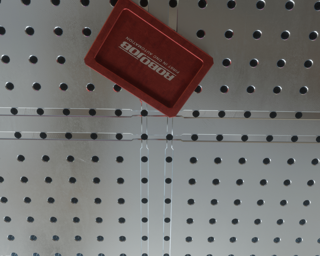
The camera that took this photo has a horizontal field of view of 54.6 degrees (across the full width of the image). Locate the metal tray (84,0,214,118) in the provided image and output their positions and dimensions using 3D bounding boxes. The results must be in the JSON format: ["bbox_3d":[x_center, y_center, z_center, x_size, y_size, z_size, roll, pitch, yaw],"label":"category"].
[{"bbox_3d":[-0.013,-0.084,0.379,0.130,0.030,0.090,32,107,-11],"label":"metal tray"}]
